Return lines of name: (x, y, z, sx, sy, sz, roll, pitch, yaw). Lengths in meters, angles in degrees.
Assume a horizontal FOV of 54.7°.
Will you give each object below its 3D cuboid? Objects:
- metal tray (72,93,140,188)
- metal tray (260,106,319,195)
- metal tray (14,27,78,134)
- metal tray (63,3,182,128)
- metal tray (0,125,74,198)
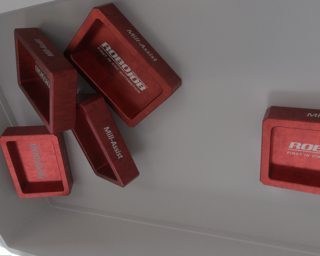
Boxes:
metal tray: (-0.087, 0.016, 0.438, 0.090, 0.030, 0.129, 7, 126, 53)
metal tray: (0.177, 0.028, 0.328, 0.130, 0.030, 0.089, 7, 122, 24)
metal tray: (-0.153, -0.065, 0.409, 0.130, 0.030, 0.089, 44, 135, 34)
metal tray: (-0.048, -0.074, 0.385, 0.130, 0.030, 0.090, 47, 129, -5)
metal tray: (-0.204, 0.059, 0.524, 0.091, 0.030, 0.129, -3, 121, -3)
